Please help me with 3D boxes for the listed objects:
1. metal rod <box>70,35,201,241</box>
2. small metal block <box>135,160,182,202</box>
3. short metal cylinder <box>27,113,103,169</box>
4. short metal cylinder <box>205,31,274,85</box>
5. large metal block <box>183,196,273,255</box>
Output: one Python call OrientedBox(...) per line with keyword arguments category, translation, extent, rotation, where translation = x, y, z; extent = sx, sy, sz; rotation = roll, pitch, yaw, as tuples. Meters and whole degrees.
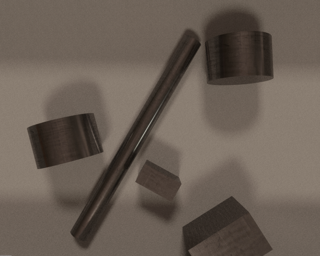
OrientedBox(category="metal rod", translation=(-0.032, 0.013, 0.410), extent=(0.025, 0.025, 0.299), rotation=(30, 90, -1))
OrientedBox(category="small metal block", translation=(-0.002, 0.066, 0.399), extent=(0.050, 0.050, 0.025), rotation=(29, 90, -1))
OrientedBox(category="short metal cylinder", translation=(-0.116, 0.015, 0.382), extent=(0.080, 0.080, 0.050), rotation=(-14, 90, 0))
OrientedBox(category="short metal cylinder", translation=(0.098, -0.084, 0.385), extent=(0.081, 0.080, 0.050), rotation=(-3, 90, -1))
OrientedBox(category="large metal block", translation=(0.079, 0.136, 0.385), extent=(0.080, 0.080, 0.050), rotation=(-32, 90, 0))
